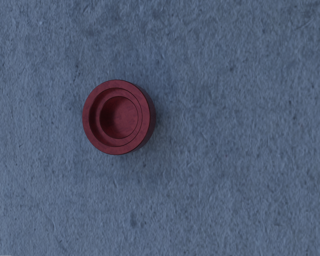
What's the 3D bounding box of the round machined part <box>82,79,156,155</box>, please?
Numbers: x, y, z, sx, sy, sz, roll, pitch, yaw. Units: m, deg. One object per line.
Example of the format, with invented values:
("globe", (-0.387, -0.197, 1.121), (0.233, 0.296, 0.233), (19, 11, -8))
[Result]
("round machined part", (-0.051, -0.014, 0.417), (0.098, 0.042, 0.097), (0, 90, 19))
